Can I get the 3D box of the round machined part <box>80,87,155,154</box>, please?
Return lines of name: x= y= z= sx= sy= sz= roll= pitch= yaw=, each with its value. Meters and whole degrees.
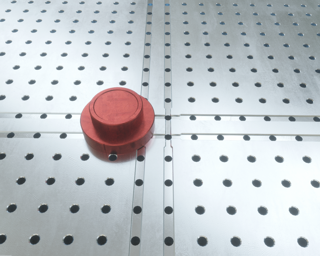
round machined part: x=-0.056 y=-0.016 z=0.410 sx=0.099 sy=0.042 sz=0.098 roll=0 pitch=50 yaw=0
